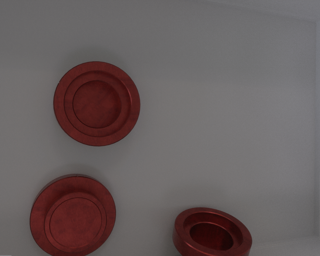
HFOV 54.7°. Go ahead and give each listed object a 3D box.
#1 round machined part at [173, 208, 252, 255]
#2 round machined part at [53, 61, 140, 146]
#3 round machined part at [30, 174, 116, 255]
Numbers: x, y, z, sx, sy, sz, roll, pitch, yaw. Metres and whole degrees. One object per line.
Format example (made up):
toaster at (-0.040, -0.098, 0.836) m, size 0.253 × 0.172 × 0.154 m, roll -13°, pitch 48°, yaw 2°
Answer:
round machined part at (0.064, 0.148, 0.399) m, size 0.099 × 0.098 × 0.042 m, roll 2°, pitch 110°, yaw -20°
round machined part at (-0.077, -0.028, 0.373) m, size 0.099 × 0.042 × 0.097 m, roll 0°, pitch 90°, yaw -20°
round machined part at (-0.100, 0.105, 0.365) m, size 0.099 × 0.042 × 0.097 m, roll 0°, pitch 90°, yaw -20°
